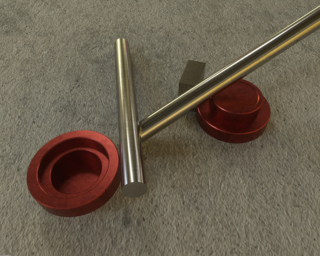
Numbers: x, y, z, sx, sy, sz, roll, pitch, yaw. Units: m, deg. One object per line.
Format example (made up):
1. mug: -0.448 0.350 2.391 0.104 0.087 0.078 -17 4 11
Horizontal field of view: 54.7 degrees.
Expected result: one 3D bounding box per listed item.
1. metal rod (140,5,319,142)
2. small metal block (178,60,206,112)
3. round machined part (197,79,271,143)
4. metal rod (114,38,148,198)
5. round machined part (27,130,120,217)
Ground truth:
1. metal rod: 0.088 -0.067 0.392 0.301 0.025 0.025 -33 55 0
2. small metal block: 0.045 -0.059 0.437 0.025 0.050 0.050 14 51 11
3. round machined part: 0.100 -0.030 0.418 0.099 0.042 0.098 0 50 0
4. metal rod: -0.044 -0.040 0.410 0.025 0.025 0.300 -6 42 -5
5. round machined part: -0.090 0.053 0.344 0.099 0.042 0.098 -3 50 3
